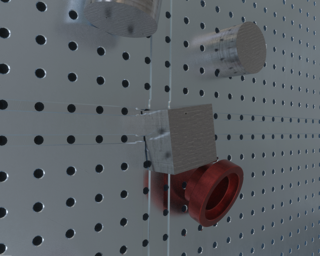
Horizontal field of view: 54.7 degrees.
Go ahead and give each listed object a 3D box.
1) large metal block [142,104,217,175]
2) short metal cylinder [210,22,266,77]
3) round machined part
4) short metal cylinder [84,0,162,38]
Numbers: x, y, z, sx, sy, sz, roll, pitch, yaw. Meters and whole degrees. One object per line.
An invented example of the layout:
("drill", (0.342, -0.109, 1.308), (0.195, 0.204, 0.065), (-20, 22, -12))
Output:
("large metal block", (0.028, 0.012, 0.416), (0.081, 0.050, 0.079), (-10, 97, -40))
("short metal cylinder", (0.127, -0.124, 0.498), (0.081, 0.050, 0.080), (0, 90, -40))
("round machined part", (0.074, 0.088, 0.445), (0.099, 0.042, 0.097), (-26, 131, -35))
("short metal cylinder", (-0.038, -0.140, 0.341), (0.081, 0.080, 0.050), (15, 81, -39))
